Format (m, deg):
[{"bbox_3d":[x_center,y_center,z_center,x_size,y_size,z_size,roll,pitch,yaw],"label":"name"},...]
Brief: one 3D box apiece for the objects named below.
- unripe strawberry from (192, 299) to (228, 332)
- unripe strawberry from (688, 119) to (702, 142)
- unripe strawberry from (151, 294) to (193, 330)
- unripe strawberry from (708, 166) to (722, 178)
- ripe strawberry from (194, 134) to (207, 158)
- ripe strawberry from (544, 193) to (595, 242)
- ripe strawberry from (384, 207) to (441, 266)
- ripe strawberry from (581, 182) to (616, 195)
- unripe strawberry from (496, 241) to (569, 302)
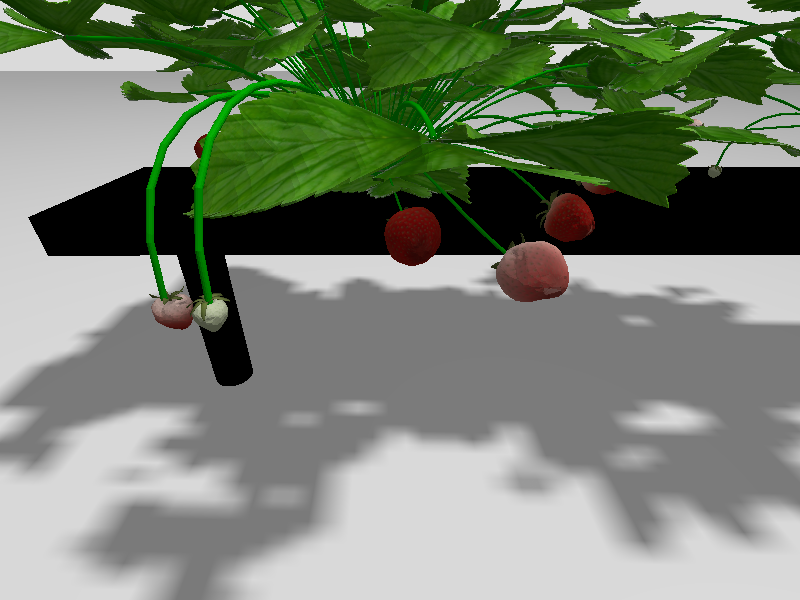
[{"bbox_3d":[-0.062,0.005,0.132,0.011,0.011,0.011,6,32,9],"label":"unripe strawberry"},{"bbox_3d":[0.379,-0.223,0.527,0.027,0.028,0.029,-8,32,-12],"label":"unripe strawberry"},{"bbox_3d":[-0.085,0.005,0.151,0.015,0.014,0.014,9,32,15],"label":"unripe strawberry"},{"bbox_3d":[0.271,-0.110,0.345,0.010,0.010,0.009,0,31,0],"label":"unripe strawberry"},{"bbox_3d":[-0.190,-0.148,0.400,0.034,0.033,0.032,11,33,19],"label":"ripe strawberry"},{"bbox_3d":[0.099,-0.046,0.233,0.025,0.028,0.027,-25,56,-35],"label":"ripe strawberry"},{"bbox_3d":[0.007,-0.031,0.208,0.030,0.032,0.033,-4,32,-7],"label":"ripe strawberry"},{"bbox_3d":[0.171,-0.107,0.325,0.042,0.041,0.039,3,31,4],"label":"ripe strawberry"},{"bbox_3d":[0.059,-0.011,0.174,0.031,0.028,0.028,-11,34,-18],"label":"unripe strawberry"}]
